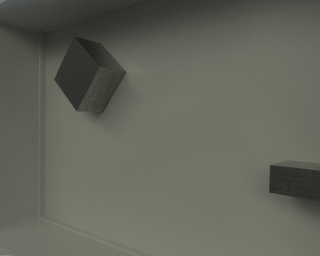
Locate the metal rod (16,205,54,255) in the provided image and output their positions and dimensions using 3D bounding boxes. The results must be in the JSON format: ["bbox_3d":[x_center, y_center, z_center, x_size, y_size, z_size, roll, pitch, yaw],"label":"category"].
[{"bbox_3d":[-0.195,0.263,0.566,0.300,0.025,0.025,46,117,29],"label":"metal rod"}]

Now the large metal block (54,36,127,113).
[{"bbox_3d":[-0.110,-0.081,0.478,0.080,0.050,0.080,49,119,28],"label":"large metal block"}]

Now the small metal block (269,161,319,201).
[{"bbox_3d":[0.133,0.046,0.280,0.050,0.050,0.025,3,92,39],"label":"small metal block"}]
